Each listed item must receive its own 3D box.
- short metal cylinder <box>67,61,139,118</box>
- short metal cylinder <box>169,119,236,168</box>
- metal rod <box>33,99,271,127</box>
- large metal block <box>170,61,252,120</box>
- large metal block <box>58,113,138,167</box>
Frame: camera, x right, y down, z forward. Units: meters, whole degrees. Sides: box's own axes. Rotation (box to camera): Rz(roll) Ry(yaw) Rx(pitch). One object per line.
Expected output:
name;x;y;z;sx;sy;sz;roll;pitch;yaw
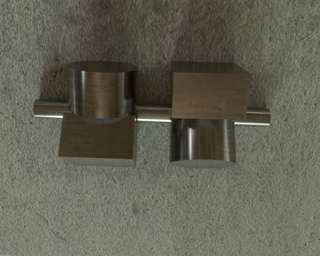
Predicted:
short metal cylinder;-0.066;-0.048;0.363;0.081;0.080;0.050;3;110;-2
short metal cylinder;0.052;0.020;0.383;0.081;0.080;0.050;2;75;-1
metal rod;-0.009;-0.019;0.406;0.302;0.025;0.025;2;110;-1
large metal block;0.054;-0.047;0.364;0.081;0.080;0.050;1;110;-1
large metal block;-0.070;0.018;0.381;0.081;0.080;0.050;2;76;-2
